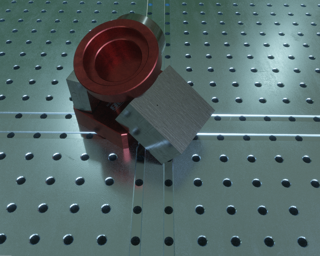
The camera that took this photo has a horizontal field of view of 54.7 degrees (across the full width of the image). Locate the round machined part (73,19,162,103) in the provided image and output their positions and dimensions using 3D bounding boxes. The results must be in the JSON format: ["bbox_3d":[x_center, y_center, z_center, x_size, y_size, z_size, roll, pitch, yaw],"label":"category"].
[{"bbox_3d":[-0.046,-0.074,0.361,0.098,0.042,0.098,-4,70,10],"label":"round machined part"}]

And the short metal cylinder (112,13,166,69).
[{"bbox_3d":[-0.037,-0.106,0.421,0.080,0.080,0.050,10,51,8],"label":"short metal cylinder"}]

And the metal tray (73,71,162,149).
[{"bbox_3d":[-0.044,-0.040,0.438,0.090,0.030,0.131,28,55,21],"label":"metal tray"}]

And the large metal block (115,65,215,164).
[{"bbox_3d":[0.007,-0.016,0.381,0.080,0.050,0.080,44,57,-5],"label":"large metal block"}]

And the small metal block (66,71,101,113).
[{"bbox_3d":[-0.091,-0.057,0.397,0.025,0.050,0.050,15,52,12],"label":"small metal block"}]
